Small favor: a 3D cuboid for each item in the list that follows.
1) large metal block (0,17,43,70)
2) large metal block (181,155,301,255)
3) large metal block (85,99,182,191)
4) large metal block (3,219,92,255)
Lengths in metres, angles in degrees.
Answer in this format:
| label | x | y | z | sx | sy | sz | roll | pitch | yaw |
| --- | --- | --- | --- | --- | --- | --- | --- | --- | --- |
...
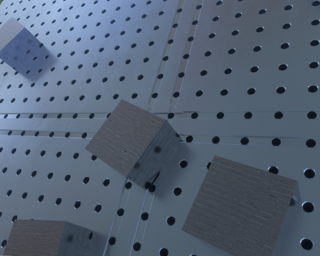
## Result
| label | x | y | z | sx | sy | sz | roll | pitch | yaw |
| --- | --- | --- | --- | --- | --- | --- | --- | --- | --- |
| large metal block | -0.314 | -0.182 | 0.665 | 0.080 | 0.050 | 0.080 | -47 | 52 | -5 |
| large metal block | 0.080 | 0.082 | 0.299 | 0.080 | 0.050 | 0.080 | 16 | 70 | 34 |
| large metal block | -0.034 | 0.020 | 0.396 | 0.080 | 0.050 | 0.080 | 26 | 76 | 36 |
| large metal block | -0.138 | 0.156 | 0.367 | 0.080 | 0.050 | 0.080 | -6 | 59 | 24 |
